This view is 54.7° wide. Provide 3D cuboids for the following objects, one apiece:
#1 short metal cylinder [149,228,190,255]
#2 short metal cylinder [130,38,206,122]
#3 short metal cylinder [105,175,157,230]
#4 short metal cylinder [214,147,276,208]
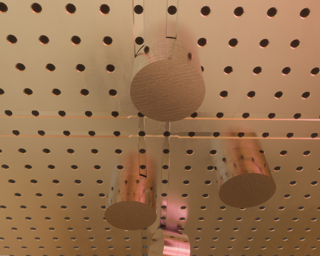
[{"bbox_3d":[0.016,0.232,0.574,0.050,0.080,0.079,17,128,-15],"label":"short metal cylinder"},{"bbox_3d":[0.008,-0.053,0.350,0.081,0.050,0.079,0,130,0],"label":"short metal cylinder"},{"bbox_3d":[-0.045,0.120,0.497,0.081,0.050,0.079,0,130,0],"label":"short metal cylinder"},{"bbox_3d":[0.124,0.074,0.461,0.081,0.050,0.079,0,130,0],"label":"short metal cylinder"}]
